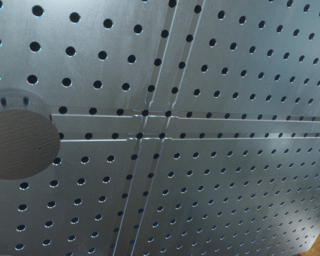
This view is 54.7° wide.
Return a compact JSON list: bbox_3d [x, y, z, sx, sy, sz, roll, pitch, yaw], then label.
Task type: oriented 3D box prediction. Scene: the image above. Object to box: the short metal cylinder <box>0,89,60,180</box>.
[{"bbox_3d":[-0.149,0.006,0.318,0.081,0.050,0.079,-14,125,-21],"label":"short metal cylinder"}]
